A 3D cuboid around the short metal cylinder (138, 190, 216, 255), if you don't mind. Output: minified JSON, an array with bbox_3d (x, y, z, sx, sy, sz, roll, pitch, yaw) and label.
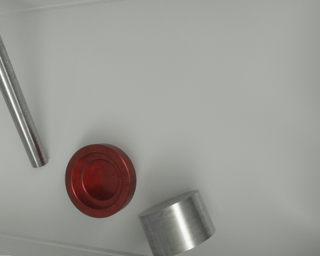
[{"bbox_3d":[0.020,0.114,0.374,0.080,0.080,0.050,-25,82,18],"label":"short metal cylinder"}]

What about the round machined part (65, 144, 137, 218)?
[{"bbox_3d":[-0.077,0.070,0.427,0.098,0.042,0.097,0,90,19],"label":"round machined part"}]

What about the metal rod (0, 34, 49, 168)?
[{"bbox_3d":[-0.210,-0.078,0.413,0.025,0.025,0.298,-2,117,20],"label":"metal rod"}]
